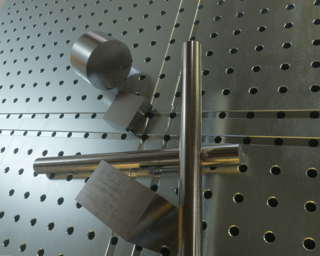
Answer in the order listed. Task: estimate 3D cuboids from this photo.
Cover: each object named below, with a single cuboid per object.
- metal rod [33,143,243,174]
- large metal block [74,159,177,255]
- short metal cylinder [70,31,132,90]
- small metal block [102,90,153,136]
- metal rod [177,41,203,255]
[{"bbox_3d":[-0.046,0.043,0.405,0.300,0.025,0.025,-6,59,25],"label":"metal rod"},{"bbox_3d":[-0.029,0.086,0.336,0.080,0.080,0.050,24,75,36],"label":"large metal block"},{"bbox_3d":[-0.091,-0.106,0.486,0.080,0.080,0.050,-49,51,-6],"label":"short metal cylinder"},{"bbox_3d":[-0.046,-0.022,0.446,0.050,0.025,0.050,19,71,35],"label":"small metal block"},{"bbox_3d":[0.033,0.038,0.337,0.025,0.025,0.299,-7,68,24],"label":"metal rod"}]
